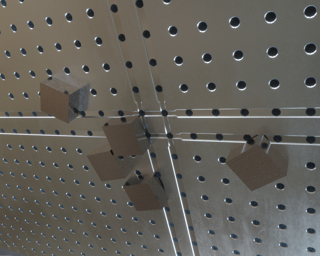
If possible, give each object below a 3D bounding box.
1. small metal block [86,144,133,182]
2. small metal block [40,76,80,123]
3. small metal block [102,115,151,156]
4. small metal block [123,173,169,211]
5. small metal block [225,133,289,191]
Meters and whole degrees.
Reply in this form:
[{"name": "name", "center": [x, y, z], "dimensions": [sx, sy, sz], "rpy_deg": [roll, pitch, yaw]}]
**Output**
[{"name": "small metal block", "center": [-0.078, 0.054, 0.484], "dimensions": [0.050, 0.025, 0.050], "rpy_deg": [-14, 112, 33]}, {"name": "small metal block", "center": [-0.149, -0.042, 0.462], "dimensions": [0.050, 0.025, 0.050], "rpy_deg": [24, 127, 13]}, {"name": "small metal block", "center": [-0.047, 0.012, 0.442], "dimensions": [0.050, 0.025, 0.050], "rpy_deg": [-6, 116, 30]}, {"name": "small metal block", "center": [-0.022, 0.101, 0.484], "dimensions": [0.050, 0.025, 0.050], "rpy_deg": [-14, 111, 33]}, {"name": "small metal block", "center": [0.117, 0.042, 0.375], "dimensions": [0.050, 0.025, 0.050], "rpy_deg": [47, 129, -6]}]
